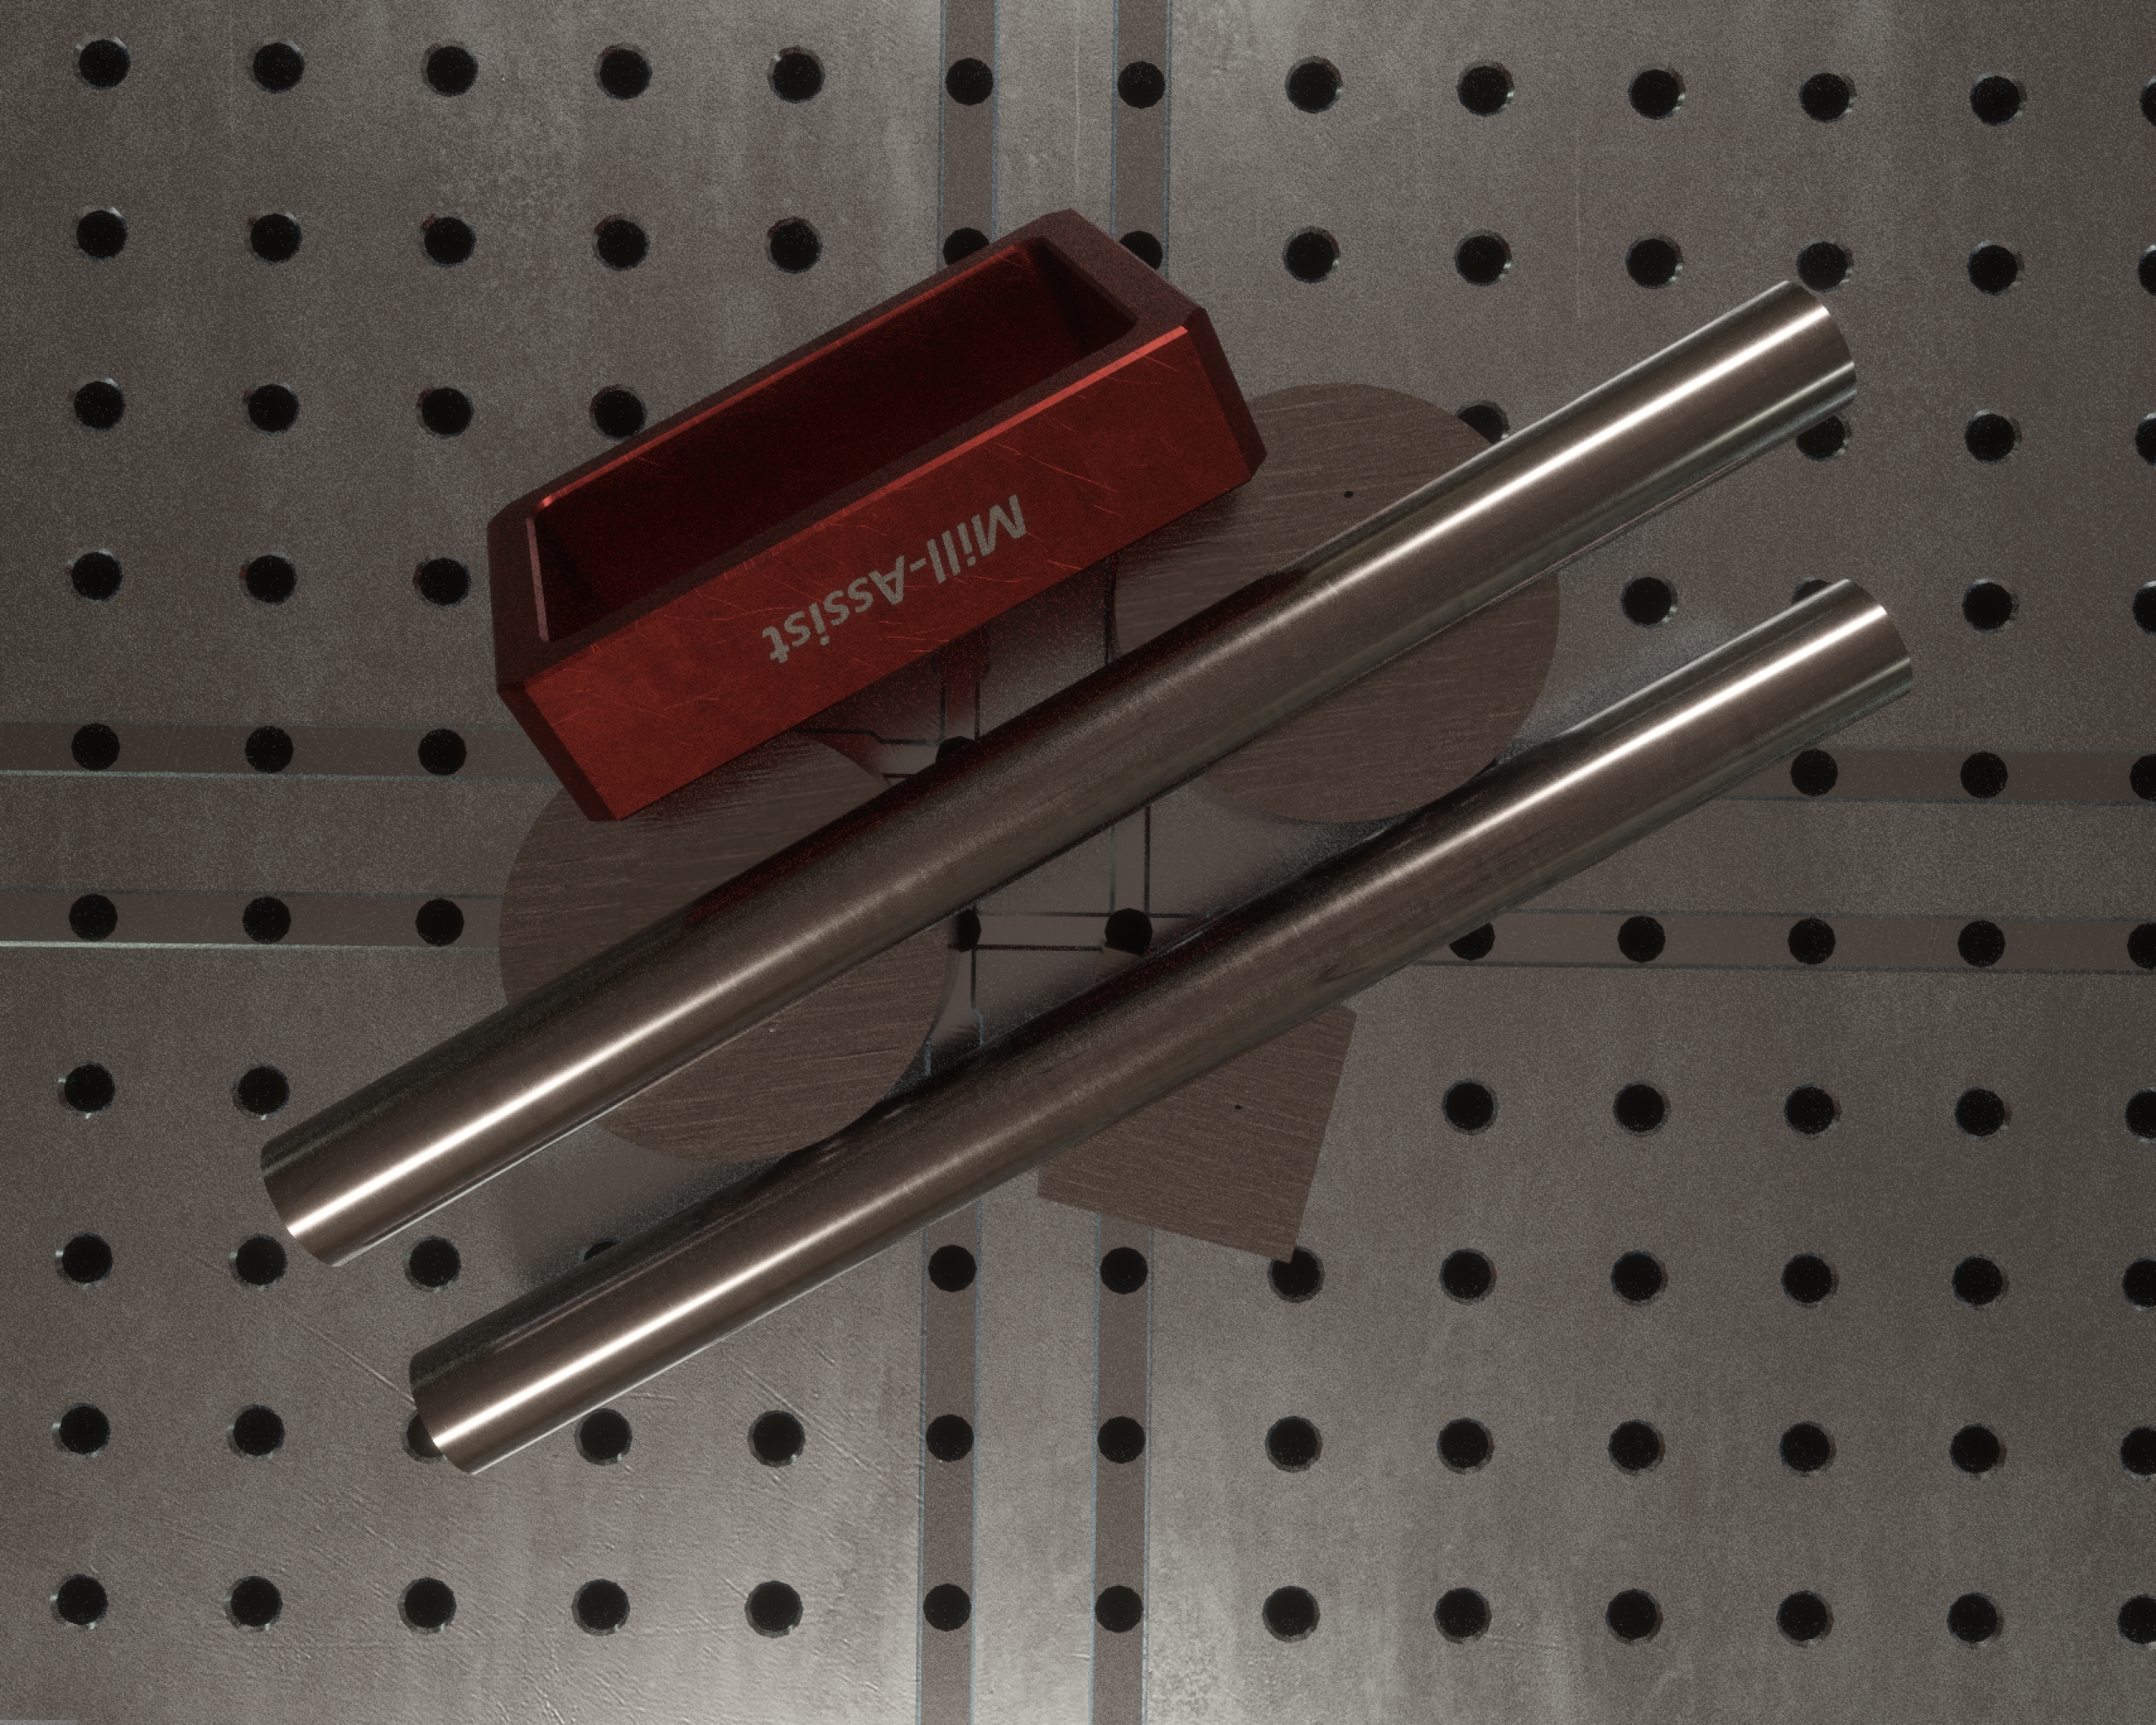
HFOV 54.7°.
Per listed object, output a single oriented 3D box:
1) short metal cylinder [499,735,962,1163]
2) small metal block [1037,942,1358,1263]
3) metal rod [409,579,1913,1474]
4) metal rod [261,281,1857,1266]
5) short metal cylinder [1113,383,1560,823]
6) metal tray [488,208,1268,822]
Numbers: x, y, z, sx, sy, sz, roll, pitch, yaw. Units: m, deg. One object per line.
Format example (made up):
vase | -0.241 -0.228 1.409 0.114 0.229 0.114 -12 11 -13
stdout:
short metal cylinder | -0.064 0.014 0.400 0.081 0.050 0.079 0 90 -1
small metal block | 0.023 0.046 0.413 0.050 0.025 0.050 15 90 -1
metal rod | 0.016 0.030 0.387 0.301 0.025 0.025 -29 90 -1
metal rod | -0.003 -0.016 0.362 0.301 0.025 0.025 -30 90 -1
short metal cylinder | 0.047 -0.047 0.402 0.081 0.050 0.079 0 90 -1
metal tray | -0.041 -0.067 0.379 0.130 0.090 0.030 -29 122 -1
